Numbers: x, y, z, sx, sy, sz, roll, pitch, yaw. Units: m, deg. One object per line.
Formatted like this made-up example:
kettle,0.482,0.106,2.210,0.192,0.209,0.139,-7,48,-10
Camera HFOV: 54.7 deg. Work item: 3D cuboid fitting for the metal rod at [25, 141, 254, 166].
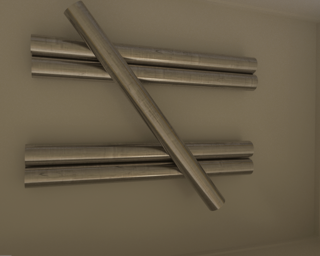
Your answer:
metal rod,-0.011,0.031,0.404,0.302,0.025,0.025,0,90,-20

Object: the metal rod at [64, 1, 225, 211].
metal rod,-0.011,-0.017,0.379,0.025,0.025,0.299,-40,103,-16

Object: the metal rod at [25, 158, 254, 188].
metal rod,-0.011,0.056,0.404,0.302,0.025,0.025,0,90,-20

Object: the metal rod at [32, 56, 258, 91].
metal rod,-0.005,-0.068,0.407,0.302,0.025,0.025,1,90,-20

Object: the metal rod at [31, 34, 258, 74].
metal rod,-0.005,-0.093,0.406,0.302,0.025,0.025,1,90,-20
